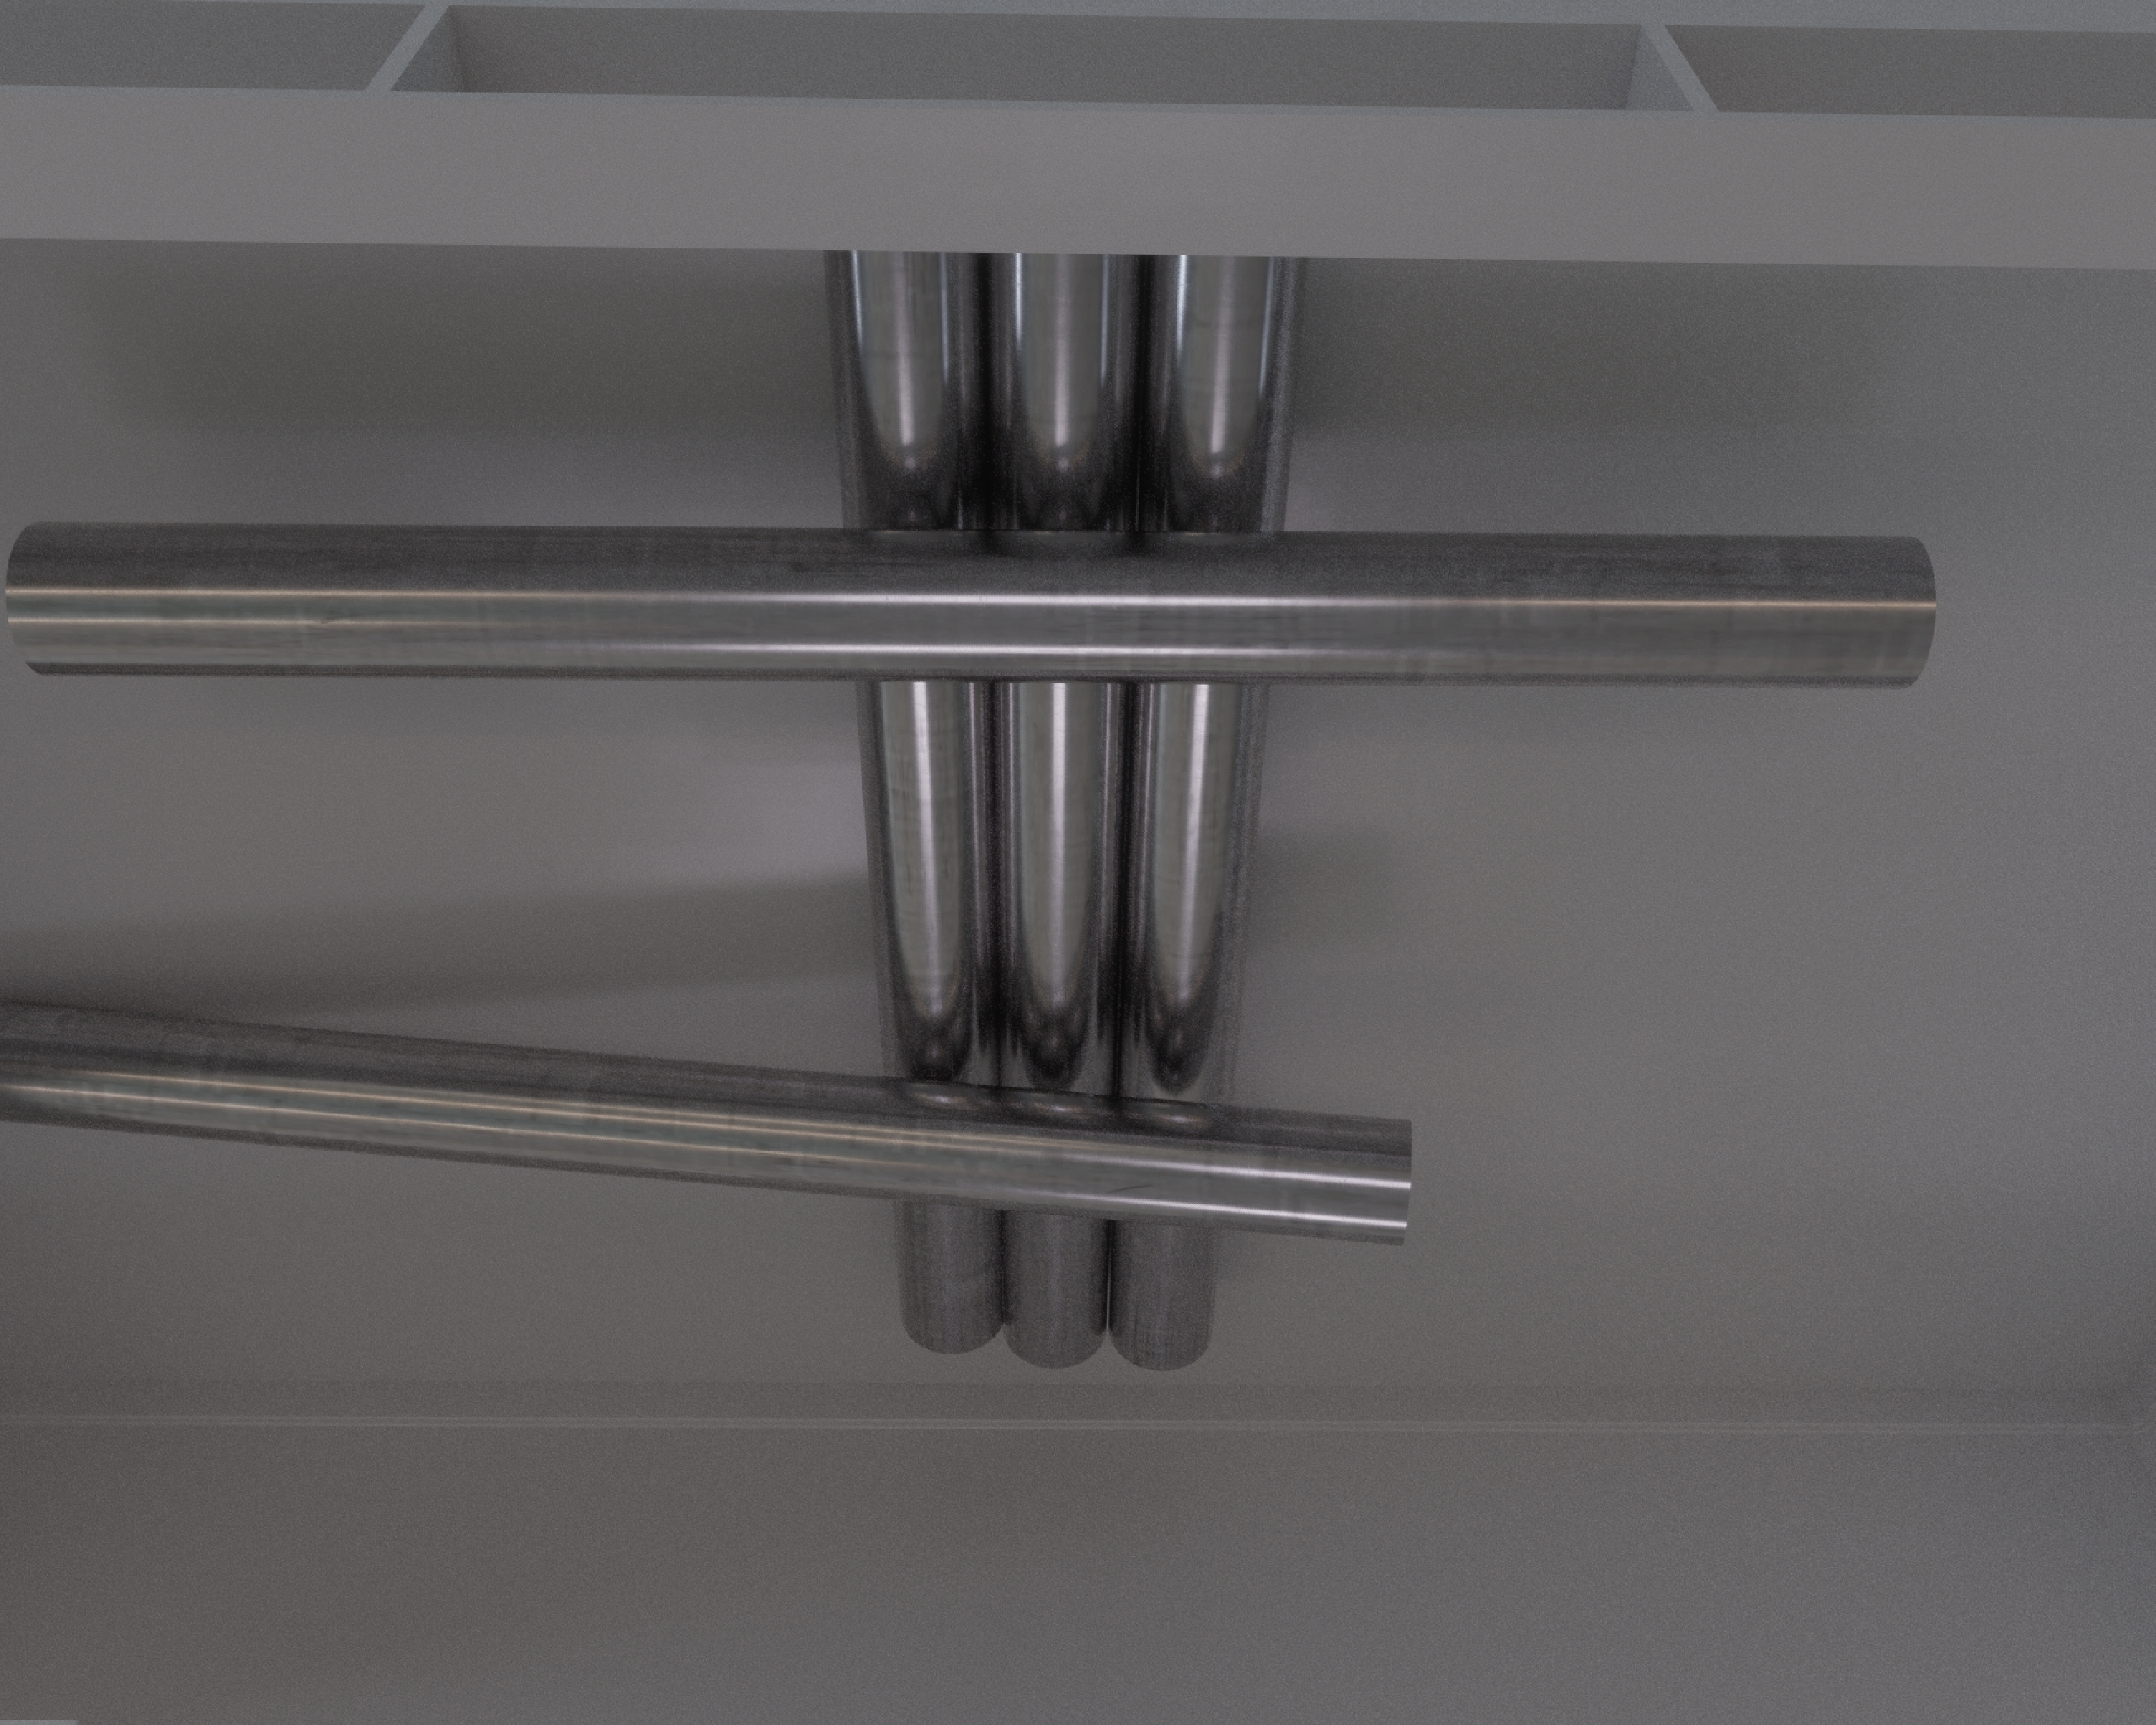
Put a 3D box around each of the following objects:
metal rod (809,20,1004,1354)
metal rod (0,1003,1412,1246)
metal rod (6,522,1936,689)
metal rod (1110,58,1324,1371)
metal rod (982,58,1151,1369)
[{"bbox_3d":[-0.028,-0.006,0.403,0.025,0.025,0.298,0,130,-1],"label":"metal rod"},{"bbox_3d":[-0.085,0.053,0.428,0.302,0.025,0.025,4,130,5],"label":"metal rod"},{"bbox_3d":[-0.016,-0.042,0.339,0.302,0.025,0.025,0,130,-1],"label":"metal rod"},{"bbox_3d":[0.022,-0.001,0.406,0.025,0.025,0.298,0,130,-1],"label":"metal rod"},{"bbox_3d":[-0.004,-0.002,0.406,0.025,0.025,0.298,0,130,-1],"label":"metal rod"}]
